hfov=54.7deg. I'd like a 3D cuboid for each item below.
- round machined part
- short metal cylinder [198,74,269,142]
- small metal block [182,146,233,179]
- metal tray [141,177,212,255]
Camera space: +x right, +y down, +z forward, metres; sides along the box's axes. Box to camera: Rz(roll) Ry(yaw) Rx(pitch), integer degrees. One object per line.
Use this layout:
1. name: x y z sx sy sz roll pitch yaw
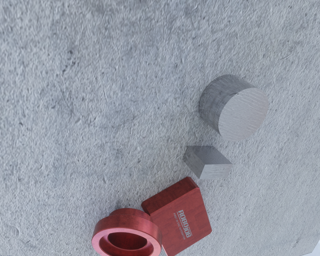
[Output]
1. round machined part: -0.046 0.153 0.448 0.099 0.042 0.097 3 130 3
2. short metal cylinder: 0.101 -0.028 0.429 0.081 0.050 0.079 -14 124 -21
3. small metal block: 0.070 0.050 0.460 0.050 0.050 0.025 3 117 -30
4. metal tray: 0.032 0.151 0.514 0.090 0.030 0.129 -28 128 -11
